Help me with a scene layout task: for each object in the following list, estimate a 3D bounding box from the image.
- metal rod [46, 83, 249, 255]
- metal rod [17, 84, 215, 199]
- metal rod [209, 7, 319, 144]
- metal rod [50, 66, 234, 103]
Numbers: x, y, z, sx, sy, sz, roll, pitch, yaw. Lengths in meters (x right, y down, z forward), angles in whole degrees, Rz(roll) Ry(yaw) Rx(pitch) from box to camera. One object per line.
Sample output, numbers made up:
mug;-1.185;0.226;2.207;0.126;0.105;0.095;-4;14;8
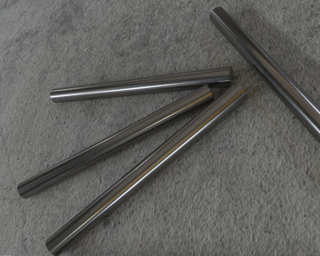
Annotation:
metal rod;-0.016;0.051;0.379;0.300;0.025;0.025;-40;51;0
metal rod;-0.066;0.023;0.422;0.301;0.025;0.025;-27;53;10
metal rod;0.137;-0.062;0.369;0.025;0.025;0.300;-32;52;7
metal rod;-0.043;-0.061;0.461;0.301;0.025;0.025;-2;61;26
